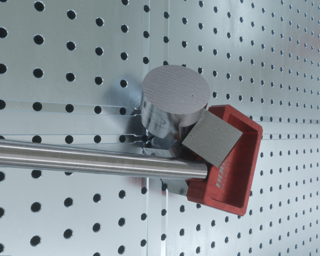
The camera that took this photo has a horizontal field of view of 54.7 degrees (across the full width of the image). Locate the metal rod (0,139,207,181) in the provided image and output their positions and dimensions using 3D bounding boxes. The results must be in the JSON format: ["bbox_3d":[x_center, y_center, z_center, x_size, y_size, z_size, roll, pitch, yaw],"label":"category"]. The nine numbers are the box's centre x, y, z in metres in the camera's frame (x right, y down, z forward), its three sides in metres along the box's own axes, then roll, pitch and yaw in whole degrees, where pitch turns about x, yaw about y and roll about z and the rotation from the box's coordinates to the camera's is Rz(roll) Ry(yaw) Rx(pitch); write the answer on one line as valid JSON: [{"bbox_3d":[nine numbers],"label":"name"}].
[{"bbox_3d":[-0.081,0.031,0.304,0.302,0.025,0.025,9,84,-29],"label":"metal rod"}]

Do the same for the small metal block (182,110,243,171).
[{"bbox_3d":[0.062,0.015,0.369,0.050,0.050,0.025,-53,163,-7],"label":"small metal block"}]

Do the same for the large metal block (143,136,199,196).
[{"bbox_3d":[0.036,0.035,0.424,0.080,0.050,0.080,-43,116,-32],"label":"large metal block"}]

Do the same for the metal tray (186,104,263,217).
[{"bbox_3d":[0.090,0.044,0.415,0.090,0.030,0.130,26,73,-37],"label":"metal tray"}]

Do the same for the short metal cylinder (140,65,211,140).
[{"bbox_3d":[0.017,-0.032,0.381,0.080,0.080,0.050,-42,159,-32],"label":"short metal cylinder"}]
